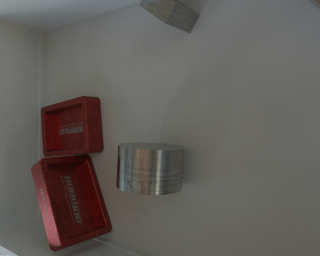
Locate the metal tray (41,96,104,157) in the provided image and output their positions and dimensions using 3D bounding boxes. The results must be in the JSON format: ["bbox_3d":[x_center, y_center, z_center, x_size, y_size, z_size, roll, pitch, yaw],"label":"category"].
[{"bbox_3d":[-0.152,0.001,0.525,0.130,0.030,0.089,-8,85,39],"label":"metal tray"}]

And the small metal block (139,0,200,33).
[{"bbox_3d":[0.012,-0.144,0.379,0.050,0.050,0.025,44,117,30],"label":"small metal block"}]

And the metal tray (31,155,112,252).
[{"bbox_3d":[-0.133,0.108,0.471,0.030,0.091,0.130,-33,70,35],"label":"metal tray"}]

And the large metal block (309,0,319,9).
[{"bbox_3d":[0.136,-0.122,0.240,0.080,0.080,0.050,42,121,2],"label":"large metal block"}]

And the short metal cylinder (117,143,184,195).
[{"bbox_3d":[-0.012,0.047,0.379,0.080,0.081,0.050,5,93,39],"label":"short metal cylinder"}]
